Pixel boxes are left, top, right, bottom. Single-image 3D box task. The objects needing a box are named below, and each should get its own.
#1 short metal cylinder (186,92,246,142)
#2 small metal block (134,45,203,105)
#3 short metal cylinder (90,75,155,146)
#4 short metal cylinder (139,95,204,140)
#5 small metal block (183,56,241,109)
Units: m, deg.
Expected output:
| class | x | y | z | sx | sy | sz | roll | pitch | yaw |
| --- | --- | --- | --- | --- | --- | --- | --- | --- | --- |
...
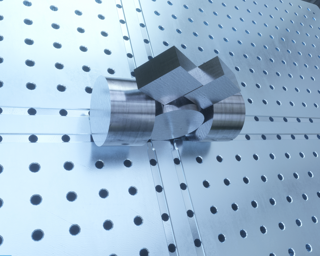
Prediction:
| class | x | y | z | sx | sy | sz | roll | pitch | yaw |
| --- | --- | --- | --- | --- | --- | --- | --- | --- | --- |
| short metal cylinder | 0.069 | -0.021 | 0.422 | 0.050 | 0.080 | 0.080 | 0 | 62 | -27 |
| small metal block | 0.009 | -0.053 | 0.325 | 0.050 | 0.050 | 0.025 | 25 | 45 | -54 |
| short metal cylinder | -0.046 | -0.019 | 0.359 | 0.050 | 0.080 | 0.080 | 1 | 61 | -28 |
| short metal cylinder | 0.010 | -0.024 | 0.393 | 0.081 | 0.080 | 0.050 | 1 | 62 | -28 |
| small metal block | 0.057 | -0.050 | 0.355 | 0.050 | 0.050 | 0.025 | 24 | 46 | -53 |
